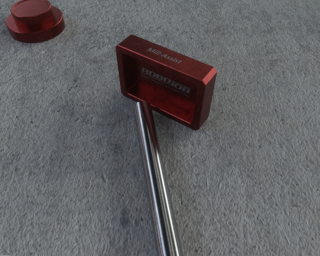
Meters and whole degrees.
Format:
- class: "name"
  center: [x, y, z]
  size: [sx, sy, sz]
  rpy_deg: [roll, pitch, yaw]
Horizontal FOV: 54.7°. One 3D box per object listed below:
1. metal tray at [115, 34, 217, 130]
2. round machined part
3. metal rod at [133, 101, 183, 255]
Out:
- class: "metal tray"
  center: [0.005, -0.060, 0.411]
  size: [0.130, 0.089, 0.030]
  rpy_deg: [27, 55, 20]
- class: "round machined part"
  center: [-0.226, -0.199, 0.556]
  size: [0.099, 0.042, 0.098]
  rpy_deg: [0, 50, 0]
- class: "metal rod"
  center: [0.001, 0.085, 0.331]
  size: [0.025, 0.025, 0.300]
  rpy_deg: [-7, 50, -7]
